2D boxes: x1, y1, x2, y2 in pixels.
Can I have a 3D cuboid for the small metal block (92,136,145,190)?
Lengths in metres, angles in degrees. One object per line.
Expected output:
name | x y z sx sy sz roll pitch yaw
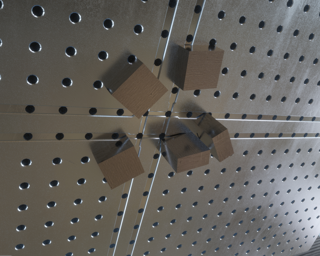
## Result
small metal block | -0.054 0.047 0.412 0.050 0.025 0.050 -27 128 -12

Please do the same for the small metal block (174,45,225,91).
small metal block | 0.049 -0.077 0.392 0.050 0.025 0.050 -8 122 -25

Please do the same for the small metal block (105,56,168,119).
small metal block | -0.027 -0.047 0.368 0.050 0.025 0.050 -45 130 3

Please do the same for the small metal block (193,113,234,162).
small metal block | 0.078 0.013 0.448 0.025 0.050 0.050 -32 129 -8

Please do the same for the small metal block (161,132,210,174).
small metal block | 0.035 0.033 0.437 0.050 0.050 0.025 -13 124 -22
